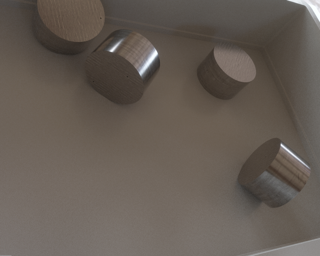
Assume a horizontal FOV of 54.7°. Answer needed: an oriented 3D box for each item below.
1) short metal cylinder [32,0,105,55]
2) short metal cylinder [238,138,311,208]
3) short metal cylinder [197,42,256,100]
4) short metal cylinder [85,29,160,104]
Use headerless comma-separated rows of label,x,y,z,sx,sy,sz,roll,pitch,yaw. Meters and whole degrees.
short metal cylinder,-0.118,-0.140,0.396,0.081,0.050,0.080,4,81,-29
short metal cylinder,0.152,0.060,0.418,0.050,0.080,0.080,39,51,-2
short metal cylinder,0.108,-0.093,0.507,0.081,0.050,0.080,14,56,-21
short metal cylinder,-0.047,-0.076,0.393,0.080,0.080,0.050,34,51,-7
